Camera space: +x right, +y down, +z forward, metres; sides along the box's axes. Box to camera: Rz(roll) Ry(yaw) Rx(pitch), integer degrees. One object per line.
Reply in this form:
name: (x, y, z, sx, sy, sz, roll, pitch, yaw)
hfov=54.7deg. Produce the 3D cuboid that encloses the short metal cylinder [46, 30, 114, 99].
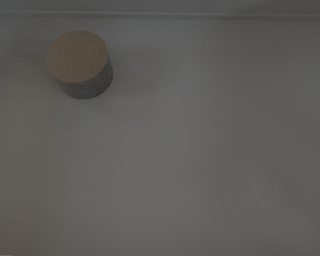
short metal cylinder: (-0.108, -0.086, 0.427, 0.081, 0.050, 0.080, 0, 70, 0)
